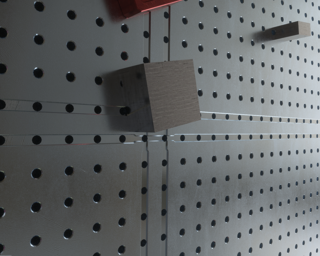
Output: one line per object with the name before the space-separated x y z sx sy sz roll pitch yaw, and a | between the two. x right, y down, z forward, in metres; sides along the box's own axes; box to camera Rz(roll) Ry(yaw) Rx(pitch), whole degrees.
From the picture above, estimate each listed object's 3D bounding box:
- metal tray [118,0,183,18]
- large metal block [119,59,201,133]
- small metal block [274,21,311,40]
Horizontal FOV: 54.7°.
metal tray | -0.025 -0.214 0.385 0.091 0.030 0.129 -32 110 -36
large metal block | 0.002 -0.042 0.396 0.081 0.050 0.079 -15 100 -39
small metal block | 0.264 -0.192 0.618 0.050 0.050 0.025 -10 97 -40
